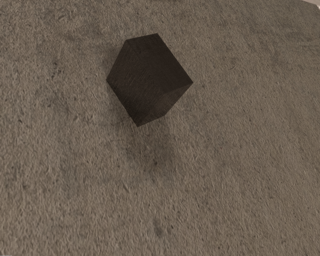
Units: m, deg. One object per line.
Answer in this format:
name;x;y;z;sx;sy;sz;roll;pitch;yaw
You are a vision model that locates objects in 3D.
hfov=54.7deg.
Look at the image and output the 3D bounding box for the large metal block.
large metal block;-0.016;-0.060;0.398;0.050;0.080;0.080;-26;76;-37
